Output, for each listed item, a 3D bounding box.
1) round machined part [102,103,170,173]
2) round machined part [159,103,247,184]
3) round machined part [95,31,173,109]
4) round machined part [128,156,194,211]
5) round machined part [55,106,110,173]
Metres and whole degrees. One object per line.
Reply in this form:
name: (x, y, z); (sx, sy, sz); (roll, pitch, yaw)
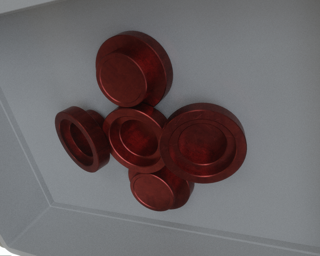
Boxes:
round machined part: (-0.024, 0.009, 0.413); (0.098, 0.042, 0.097); (13, 124, 21)
round machined part: (0.050, 0.014, 0.367); (0.098, 0.042, 0.097); (4, 118, 7)
round machined part: (-0.038, -0.064, 0.376); (0.098, 0.042, 0.097); (13, 124, 21)
round machined part: (-0.004, 0.081, 0.448); (0.098, 0.042, 0.097); (13, 124, 21)
round machined part: (-0.104, 0.012, 0.448); (0.098, 0.042, 0.097); (28, 135, 32)
